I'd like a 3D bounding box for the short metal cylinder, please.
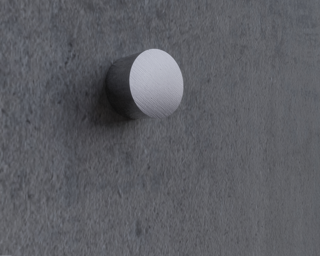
[{"bbox_3d":[-0.018,-0.051,0.375,0.081,0.050,0.079,0,90,-40],"label":"short metal cylinder"}]
